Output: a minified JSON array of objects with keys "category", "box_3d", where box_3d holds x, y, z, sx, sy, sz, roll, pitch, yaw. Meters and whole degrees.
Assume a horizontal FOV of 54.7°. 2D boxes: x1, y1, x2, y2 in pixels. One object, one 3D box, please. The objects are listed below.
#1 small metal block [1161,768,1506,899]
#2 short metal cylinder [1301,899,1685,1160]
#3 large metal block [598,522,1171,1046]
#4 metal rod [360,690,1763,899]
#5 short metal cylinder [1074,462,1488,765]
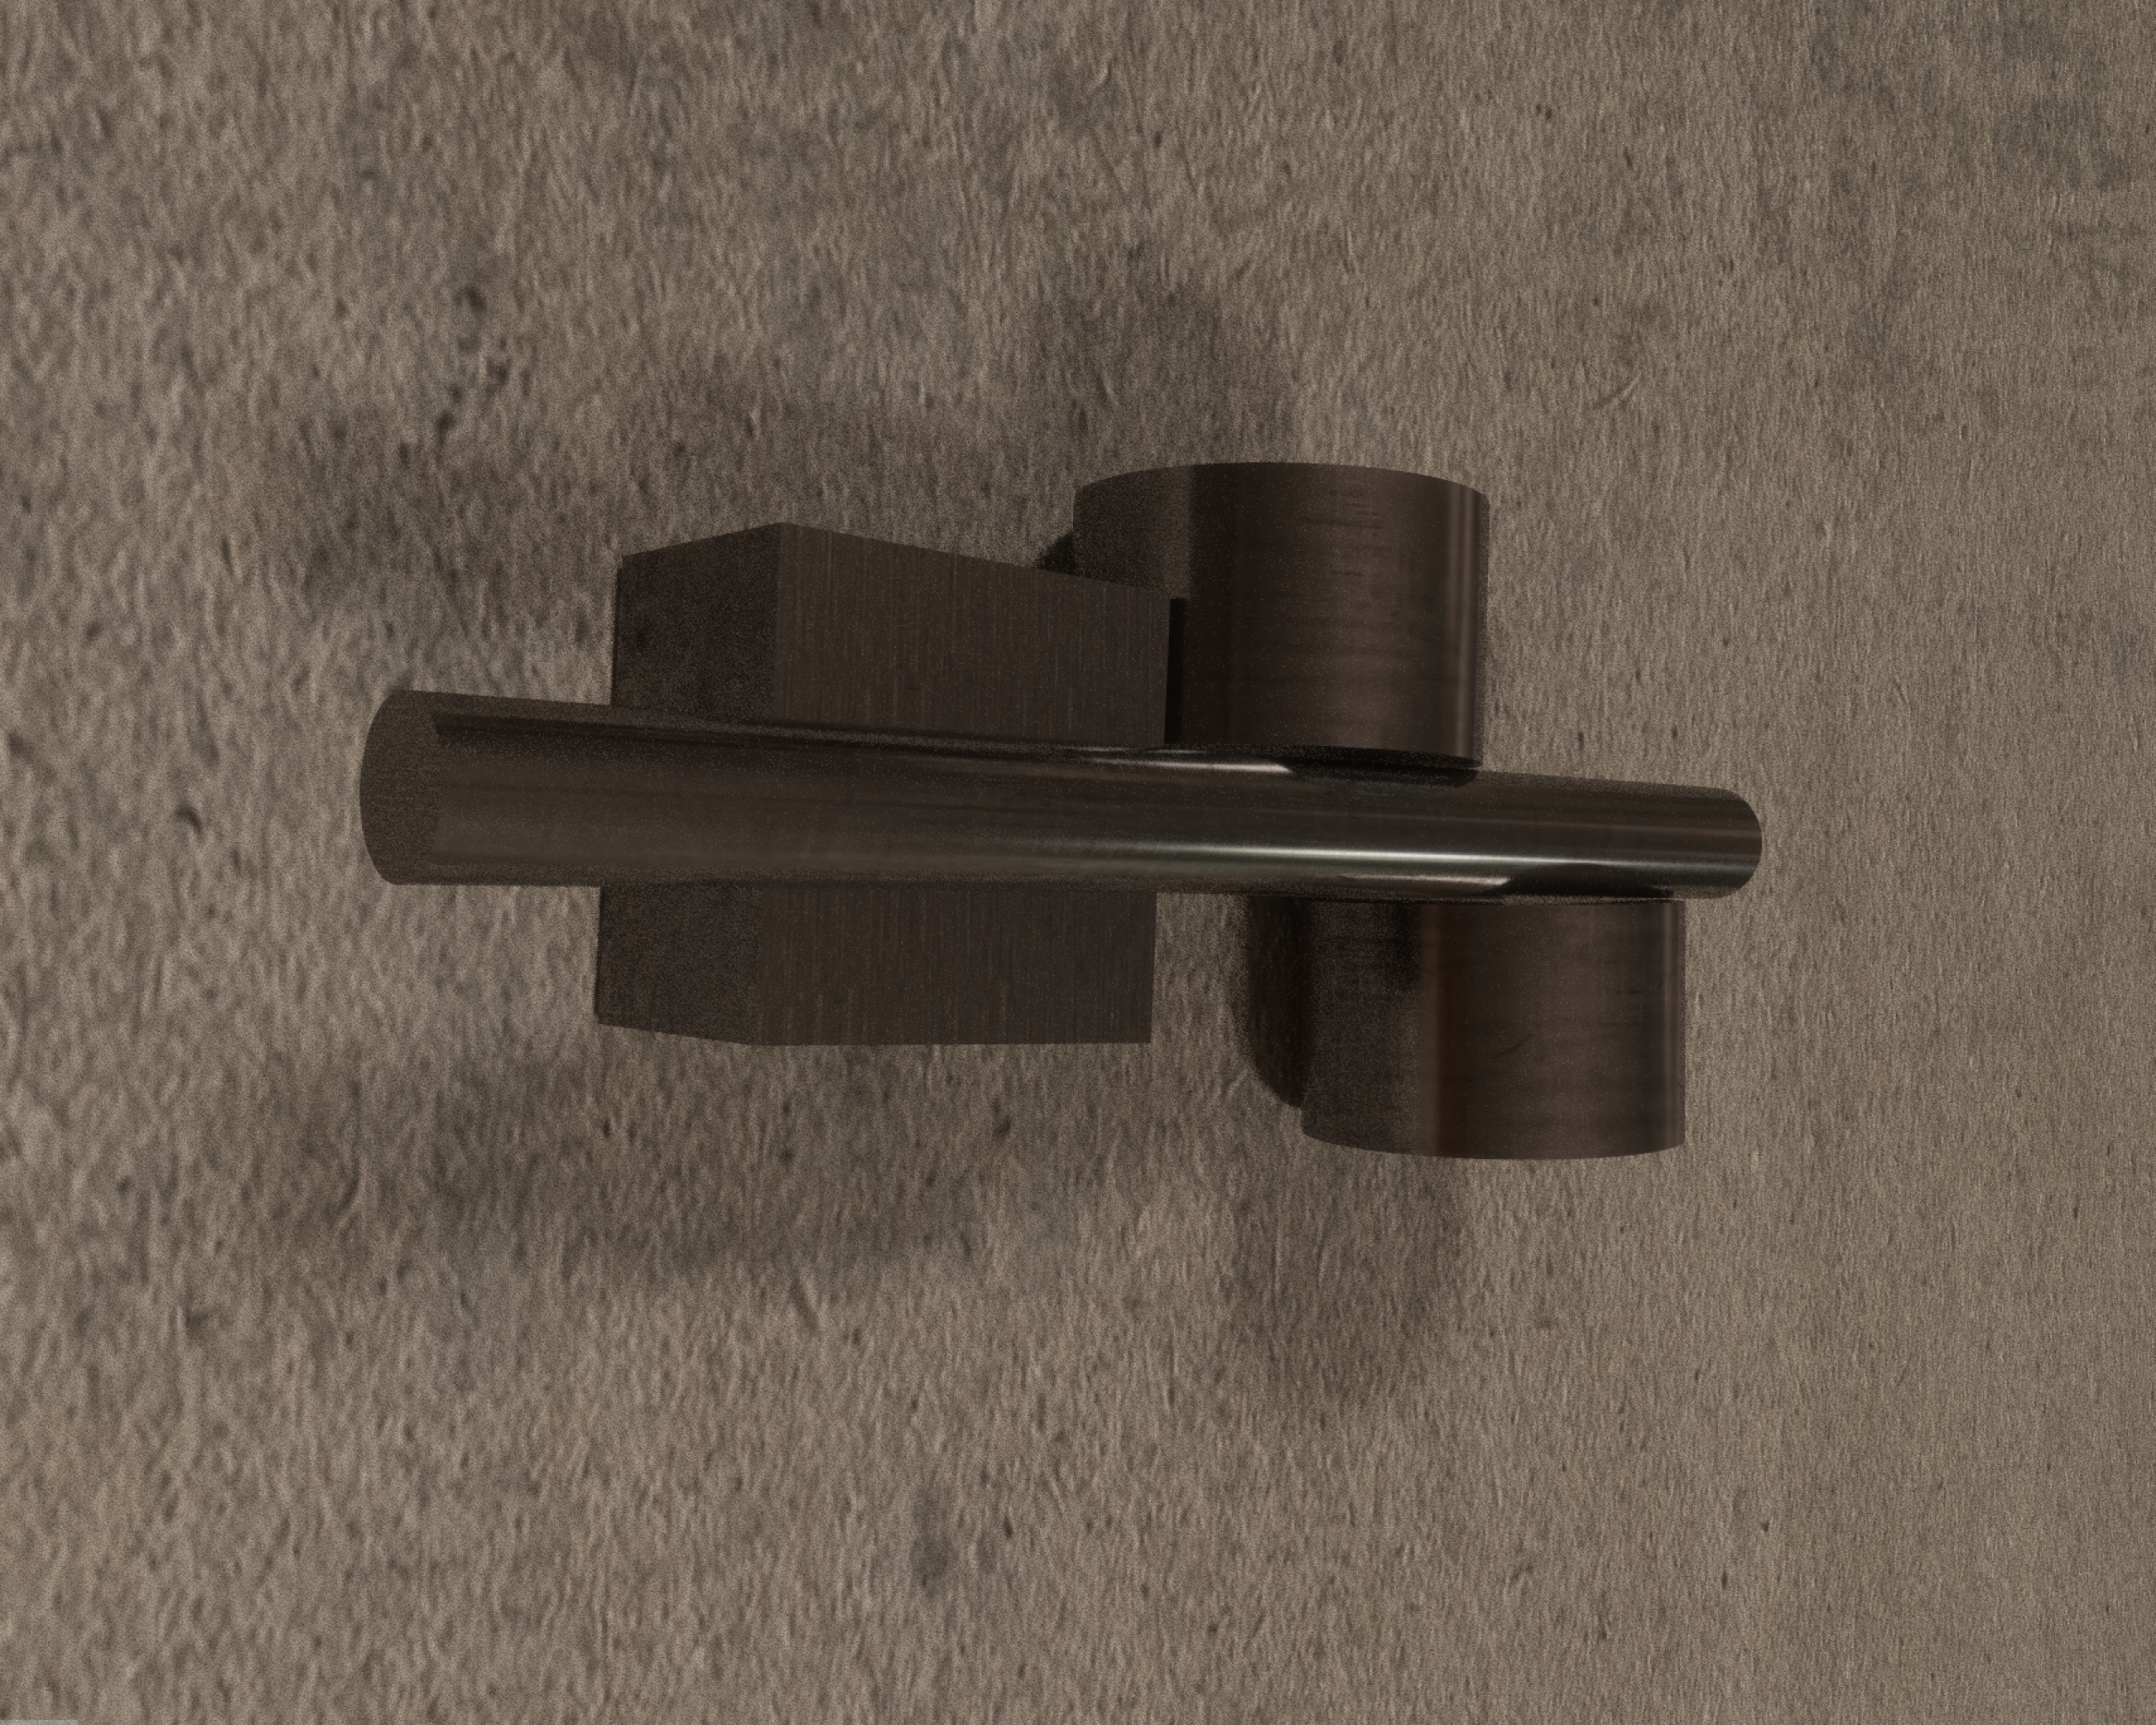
[{"category":"small metal block","box_3d":[0.053,-0.005,0.435,0.050,0.050,0.025,1,89,-40]},{"category":"short metal cylinder","box_3d":[0.088,0.033,0.446,0.081,0.080,0.050,0,91,-40]},{"category":"large metal block","box_3d":[-0.032,-0.010,0.360,0.081,0.050,0.080,4,88,-40]},{"category":"metal rod","box_3d":[0.027,-0.007,0.365,0.302,0.025,0.025,1,89,-41]},{"category":"short metal cylinder","box_3d":[0.039,-0.045,0.406,0.081,0.080,0.050,3,89,-40]}]
